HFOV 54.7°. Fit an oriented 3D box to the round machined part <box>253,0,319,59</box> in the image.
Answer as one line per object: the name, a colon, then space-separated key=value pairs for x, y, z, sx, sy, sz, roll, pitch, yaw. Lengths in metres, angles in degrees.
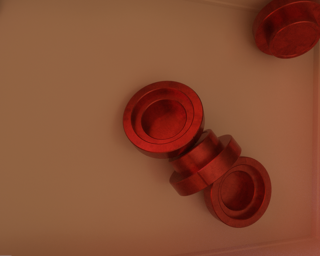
round machined part: x=0.185 y=-0.137 z=0.439 sx=0.099 sy=0.097 sz=0.042 roll=10 pitch=56 yaw=-20

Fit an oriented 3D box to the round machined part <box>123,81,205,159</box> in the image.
round machined part: x=0.007 y=-0.007 z=0.387 sx=0.098 sy=0.042 sz=0.098 roll=-5 pitch=63 yaw=11

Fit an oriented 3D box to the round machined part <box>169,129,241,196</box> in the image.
round machined part: x=0.050 y=0.038 z=0.392 sx=0.098 sy=0.098 sz=0.042 roll=-39 pitch=95 yaw=-16

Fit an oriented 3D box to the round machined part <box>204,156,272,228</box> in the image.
round machined part: x=0.106 y=0.088 z=0.442 sx=0.099 sy=0.042 sz=0.097 roll=0 pitch=90 yaw=-21
